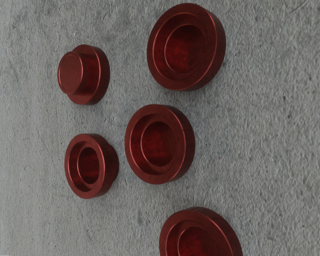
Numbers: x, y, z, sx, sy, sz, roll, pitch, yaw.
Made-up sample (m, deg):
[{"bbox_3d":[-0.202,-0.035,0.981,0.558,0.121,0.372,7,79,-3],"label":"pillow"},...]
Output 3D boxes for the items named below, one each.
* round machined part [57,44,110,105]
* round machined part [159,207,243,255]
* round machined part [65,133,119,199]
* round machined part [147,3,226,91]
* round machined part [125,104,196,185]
[{"bbox_3d":[-0.129,-0.086,0.501,0.098,0.042,0.097,0,90,40],"label":"round machined part"},{"bbox_3d":[0.050,0.139,0.353,0.098,0.042,0.097,0,90,40],"label":"round machined part"},{"bbox_3d":[-0.101,0.057,0.478,0.098,0.042,0.097,0,90,40],"label":"round machined part"},{"bbox_3d":[0.034,-0.092,0.366,0.098,0.042,0.097,0,90,40],"label":"round machined part"},{"bbox_3d":[0.004,0.019,0.390,0.098,0.042,0.097,0,90,40],"label":"round machined part"}]
